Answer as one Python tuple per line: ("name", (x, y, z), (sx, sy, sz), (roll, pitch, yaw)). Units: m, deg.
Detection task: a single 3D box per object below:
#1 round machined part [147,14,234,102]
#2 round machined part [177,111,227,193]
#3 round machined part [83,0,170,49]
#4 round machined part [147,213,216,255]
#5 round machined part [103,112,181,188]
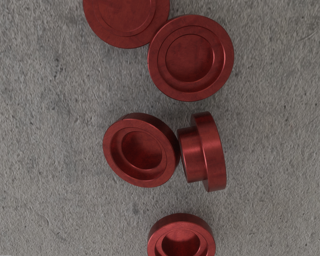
("round machined part", (0.034, -0.084, 0.367), (0.099, 0.042, 0.097), (-2, 113, -4))
("round machined part", (0.048, 0.031, 0.381), (0.042, 0.098, 0.097), (-11, 110, 0))
("round machined part", (-0.038, -0.139, 0.349), (0.099, 0.042, 0.097), (0, 110, 0))
("round machined part", (0.031, 0.167, 0.463), (0.099, 0.042, 0.097), (0, 110, 0))
("round machined part", (-0.020, 0.024, 0.398), (0.098, 0.042, 0.097), (9, 118, 18))
